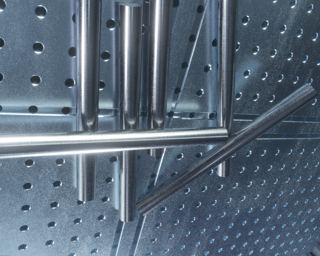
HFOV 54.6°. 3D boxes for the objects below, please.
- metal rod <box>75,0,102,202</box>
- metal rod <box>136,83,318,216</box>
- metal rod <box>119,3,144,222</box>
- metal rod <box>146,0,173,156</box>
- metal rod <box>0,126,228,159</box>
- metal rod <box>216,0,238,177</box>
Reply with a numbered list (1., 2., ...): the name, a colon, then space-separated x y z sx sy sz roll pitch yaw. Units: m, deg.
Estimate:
1. metal rod: -0.080 -0.041 0.341 0.025 0.025 0.298 -7 121 -25
2. metal rod: 0.091 0.035 0.451 0.300 0.025 0.025 -36 130 7
3. metal rod: -0.039 0.003 0.390 0.025 0.025 0.298 -10 123 -23
4. metal rod: 0.000 -0.097 0.350 0.025 0.025 0.298 -11 123 -22
5. metal rod: -0.048 0.014 0.359 0.302 0.025 0.025 -2 119 -28
6. metal rod: 0.090 -0.050 0.428 0.025 0.025 0.298 -19 126 -17
